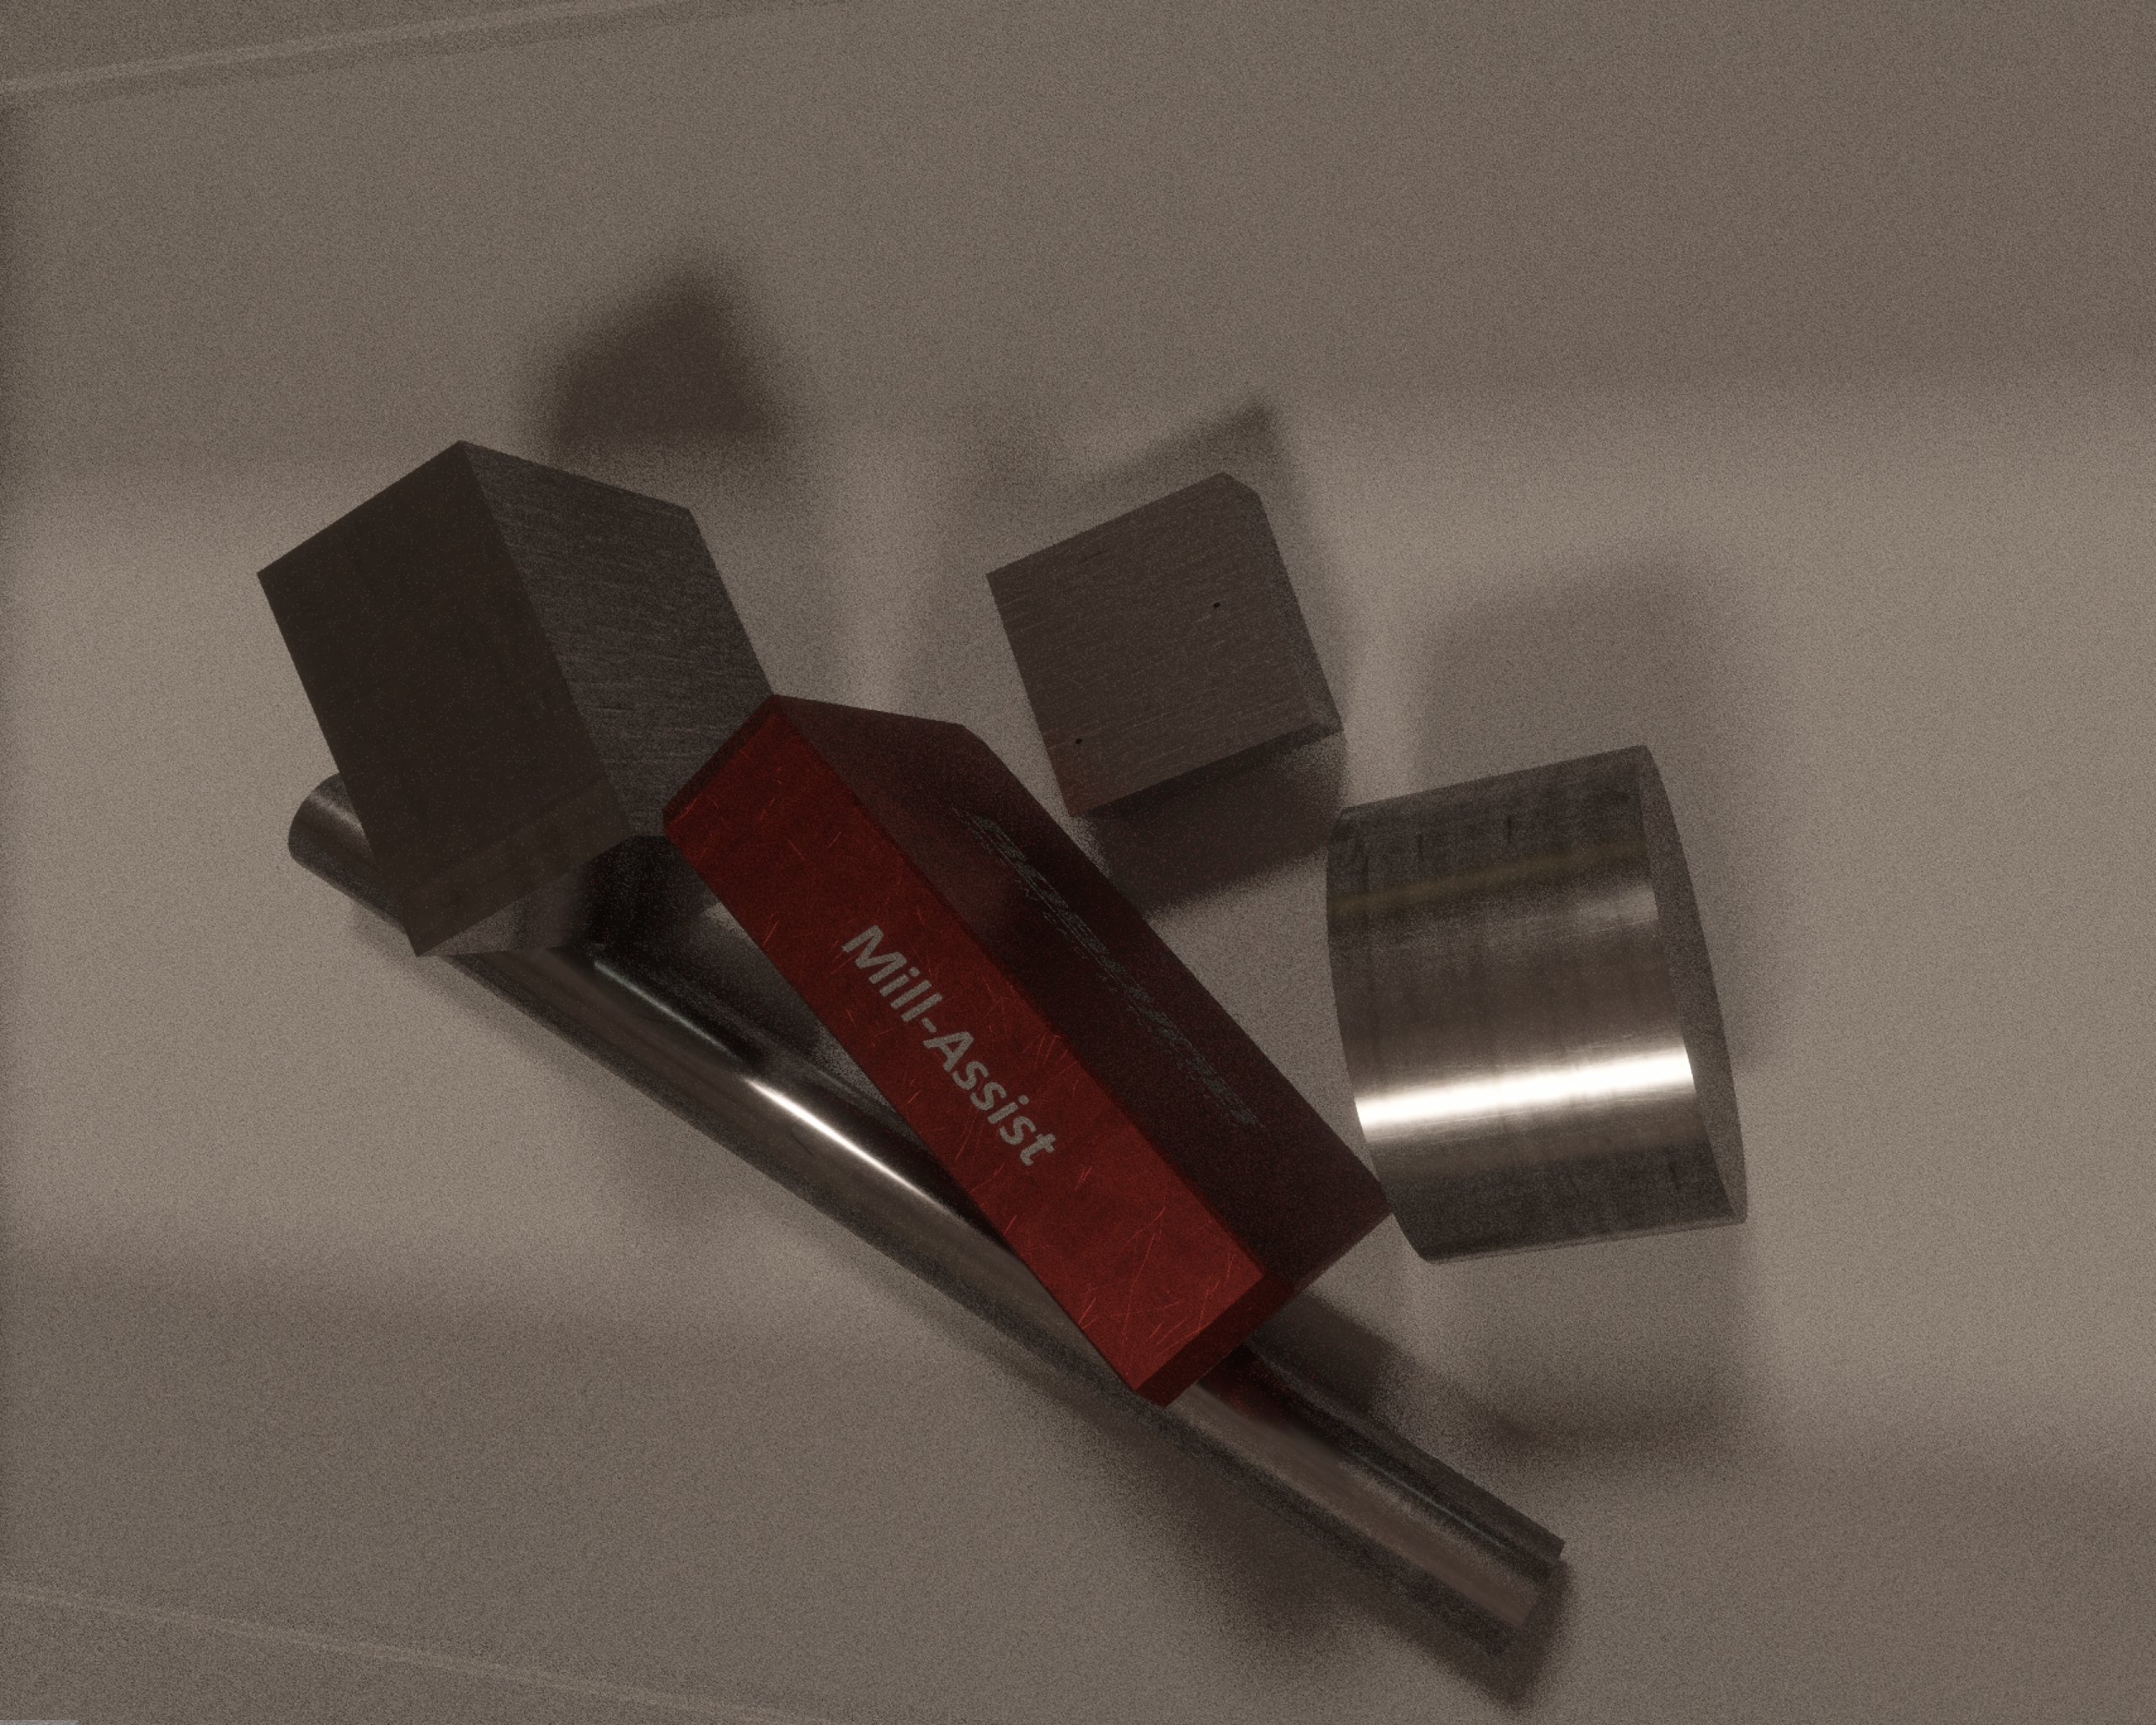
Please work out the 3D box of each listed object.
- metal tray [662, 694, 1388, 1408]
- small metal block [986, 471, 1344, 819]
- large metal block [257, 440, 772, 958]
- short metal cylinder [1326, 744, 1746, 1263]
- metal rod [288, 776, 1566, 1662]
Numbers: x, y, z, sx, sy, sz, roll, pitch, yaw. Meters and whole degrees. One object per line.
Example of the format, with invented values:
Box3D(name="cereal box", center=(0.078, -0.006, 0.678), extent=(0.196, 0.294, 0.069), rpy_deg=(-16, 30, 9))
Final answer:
Box3D(name="metal tray", center=(-0.006, 0.029, 0.375), extent=(0.030, 0.090, 0.130), rpy_deg=(-45, 77, 14))
Box3D(name="small metal block", center=(0.017, -0.040, 0.401), extent=(0.050, 0.025, 0.050), rpy_deg=(-21, 83, 18))
Box3D(name="large metal block", center=(-0.102, -0.030, 0.414), extent=(0.050, 0.080, 0.080), rpy_deg=(-28, 81, 18))
Box3D(name="short metal cylinder", center=(0.078, 0.024, 0.351), extent=(0.050, 0.080, 0.080), rpy_deg=(-12, 86, 20))
Box3D(name="metal rod", center=(-0.042, 0.062, 0.423), extent=(0.301, 0.025, 0.025), rpy_deg=(30, 100, 17))
